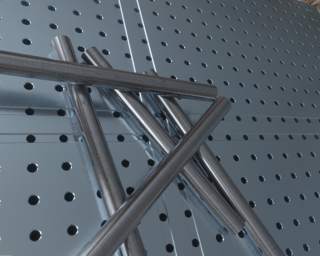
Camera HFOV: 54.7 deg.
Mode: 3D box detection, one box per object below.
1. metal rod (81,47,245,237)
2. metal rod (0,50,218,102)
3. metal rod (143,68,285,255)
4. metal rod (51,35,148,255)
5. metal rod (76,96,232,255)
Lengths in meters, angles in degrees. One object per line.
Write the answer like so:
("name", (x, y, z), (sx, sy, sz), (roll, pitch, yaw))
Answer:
("metal rod", (0.000, 0.012, 0.401), (0.025, 0.025, 0.300), (-35, 81, -39))
("metal rod", (-0.059, -0.061, 0.383), (0.302, 0.025, 0.025), (5, 60, -26))
("metal rod", (0.063, 0.044, 0.417), (0.025, 0.025, 0.299), (-25, 76, -37))
("metal rod", (-0.075, 0.016, 0.358), (0.025, 0.025, 0.299), (-10, 67, -33))
("metal rod", (0.009, 0.047, 0.353), (0.025, 0.025, 0.302), (44, 51, 2))
